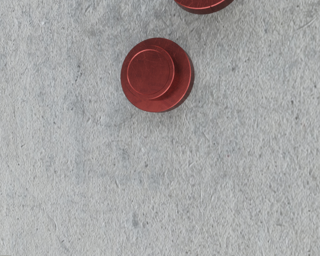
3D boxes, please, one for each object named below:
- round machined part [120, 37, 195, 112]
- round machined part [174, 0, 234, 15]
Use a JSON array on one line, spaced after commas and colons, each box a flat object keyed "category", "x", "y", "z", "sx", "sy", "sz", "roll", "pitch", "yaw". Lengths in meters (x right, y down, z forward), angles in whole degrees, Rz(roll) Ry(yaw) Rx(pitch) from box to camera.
[{"category": "round machined part", "x": -0.008, "y": -0.069, "z": 0.403, "sx": 0.098, "sy": 0.042, "sz": 0.097, "roll": 0, "pitch": 90, "yaw": 20}, {"category": "round machined part", "x": 0.057, "y": -0.188, "z": 0.380, "sx": 0.098, "sy": 0.042, "sz": 0.097, "roll": 0, "pitch": 90, "yaw": 20}]
